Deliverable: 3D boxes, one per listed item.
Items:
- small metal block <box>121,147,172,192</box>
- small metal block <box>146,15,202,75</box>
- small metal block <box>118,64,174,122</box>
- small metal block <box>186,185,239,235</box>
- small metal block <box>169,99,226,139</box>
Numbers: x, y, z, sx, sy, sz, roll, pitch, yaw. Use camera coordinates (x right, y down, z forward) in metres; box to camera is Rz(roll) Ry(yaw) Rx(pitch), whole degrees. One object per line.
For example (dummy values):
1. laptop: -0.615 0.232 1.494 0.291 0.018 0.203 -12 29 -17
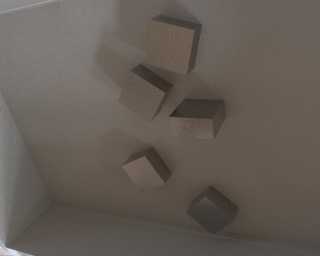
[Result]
1. small metal block: -0.020 0.061 0.455 0.050 0.025 0.050 -26 105 36
2. small metal block: 0.015 -0.092 0.343 0.050 0.025 0.050 19 126 16
3. small metal block: -0.019 -0.044 0.390 0.050 0.025 0.050 33 129 6
4. small metal block: 0.074 0.117 0.441 0.050 0.025 0.050 39 129 1
5. small metal block: 0.045 -0.012 0.361 0.050 0.050 0.025 4 120 26
